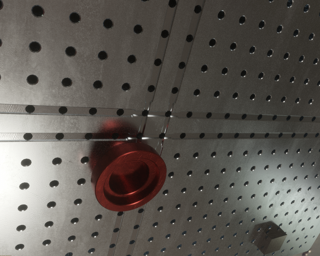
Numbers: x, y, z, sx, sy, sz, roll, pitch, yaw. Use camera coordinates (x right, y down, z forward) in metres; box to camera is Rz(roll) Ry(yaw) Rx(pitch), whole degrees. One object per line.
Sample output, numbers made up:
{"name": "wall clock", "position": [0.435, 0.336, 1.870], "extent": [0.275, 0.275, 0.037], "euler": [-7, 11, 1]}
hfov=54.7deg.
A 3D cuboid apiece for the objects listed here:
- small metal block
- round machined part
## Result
{"name": "small metal block", "position": [0.261, 0.262, 0.720], "extent": [0.050, 0.025, 0.050], "euler": [-3, 120, -28]}
{"name": "round machined part", "position": [-0.044, 0.061, 0.415], "extent": [0.099, 0.042, 0.097], "euler": [-14, 125, -21]}
